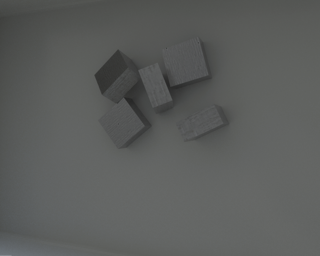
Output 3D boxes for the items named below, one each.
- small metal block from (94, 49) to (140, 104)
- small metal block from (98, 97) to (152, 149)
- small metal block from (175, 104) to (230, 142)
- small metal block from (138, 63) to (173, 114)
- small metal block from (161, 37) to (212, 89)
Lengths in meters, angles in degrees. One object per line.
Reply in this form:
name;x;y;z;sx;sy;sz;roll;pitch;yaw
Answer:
small metal block;-0.058;-0.070;0.419;0.050;0.025;0.050;-43;44;15
small metal block;-0.048;-0.007;0.428;0.050;0.025;0.050;-40;78;15
small metal block;0.053;-0.006;0.378;0.050;0.050;0.025;-27;81;18
small metal block;-0.004;-0.049;0.396;0.025;0.050;0.050;-21;83;1
small metal block;0.035;-0.082;0.398;0.050;0.025;0.050;-15;85;19
